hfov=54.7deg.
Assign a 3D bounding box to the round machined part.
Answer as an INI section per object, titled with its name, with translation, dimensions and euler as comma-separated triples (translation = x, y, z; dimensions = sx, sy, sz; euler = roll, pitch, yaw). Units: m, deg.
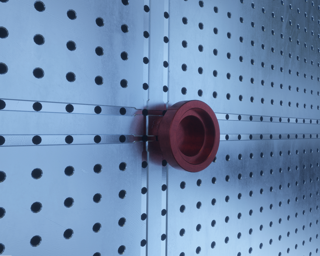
[round machined part]
translation = 0.036, 0.011, 0.430
dimensions = 0.099, 0.042, 0.097
euler = 0, 90, -40
